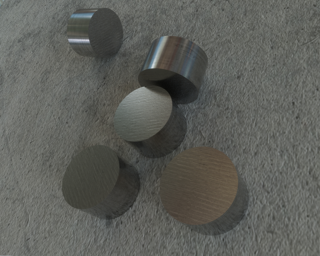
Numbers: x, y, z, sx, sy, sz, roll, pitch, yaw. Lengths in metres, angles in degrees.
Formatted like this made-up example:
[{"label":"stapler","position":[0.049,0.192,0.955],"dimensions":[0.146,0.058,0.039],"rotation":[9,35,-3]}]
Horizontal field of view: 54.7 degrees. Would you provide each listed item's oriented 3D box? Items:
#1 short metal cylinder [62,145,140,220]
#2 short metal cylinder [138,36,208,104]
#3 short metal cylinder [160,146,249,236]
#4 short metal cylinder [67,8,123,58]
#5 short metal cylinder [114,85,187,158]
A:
[{"label":"short metal cylinder","position":[-0.072,0.068,0.384],"dimensions":[0.080,0.050,0.080],"rotation":[-13,56,21]},{"label":"short metal cylinder","position":[0.018,-0.073,0.405],"dimensions":[0.080,0.080,0.050],"rotation":[5,65,30]},{"label":"short metal cylinder","position":[0.047,0.066,0.323],"dimensions":[0.080,0.050,0.080],"rotation":[-13,56,21]},{"label":"short metal cylinder","position":[-0.108,-0.160,0.524],"dimensions":[0.050,0.080,0.080],"rotation":[13,68,33]},{"label":"short metal cylinder","position":[-0.012,-0.008,0.399],"dimensions":[0.080,0.050,0.080],"rotation":[-13,56,21]}]
